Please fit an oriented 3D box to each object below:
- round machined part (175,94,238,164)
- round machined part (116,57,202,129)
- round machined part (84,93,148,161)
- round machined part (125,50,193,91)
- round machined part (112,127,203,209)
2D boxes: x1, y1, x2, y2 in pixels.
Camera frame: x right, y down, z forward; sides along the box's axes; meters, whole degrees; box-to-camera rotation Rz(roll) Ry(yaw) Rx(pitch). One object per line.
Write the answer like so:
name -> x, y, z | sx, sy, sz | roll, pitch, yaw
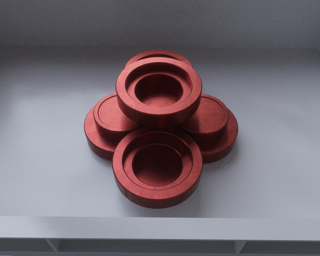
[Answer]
round machined part -> 0.051, -0.006, 0.397 | 0.099, 0.042, 0.098 | 0, 50, 0
round machined part -> -0.001, -0.037, 0.368 | 0.099, 0.042, 0.098 | 0, 50, 0
round machined part -> -0.048, -0.009, 0.398 | 0.099, 0.042, 0.098 | 0, 50, 0
round machined part -> -0.002, -0.066, 0.447 | 0.099, 0.042, 0.098 | 0, 50, 0
round machined part -> -0.003, 0.047, 0.352 | 0.099, 0.042, 0.098 | 0, 50, 0
